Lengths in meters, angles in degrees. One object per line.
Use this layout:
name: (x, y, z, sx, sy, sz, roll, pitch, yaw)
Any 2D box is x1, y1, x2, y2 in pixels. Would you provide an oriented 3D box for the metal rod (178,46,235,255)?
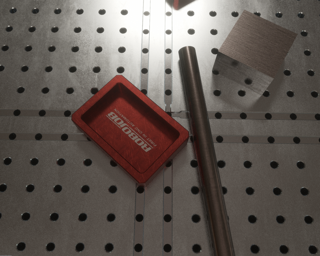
metal rod: (0.058, 0.027, 0.402, 0.025, 0.025, 0.299, -7, 70, -3)

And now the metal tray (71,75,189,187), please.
metal tray: (-0.038, 0.002, 0.407, 0.130, 0.030, 0.090, 41, 75, 13)

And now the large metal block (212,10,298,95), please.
large metal block: (0.132, -0.106, 0.439, 0.080, 0.050, 0.080, 29, 72, 10)
